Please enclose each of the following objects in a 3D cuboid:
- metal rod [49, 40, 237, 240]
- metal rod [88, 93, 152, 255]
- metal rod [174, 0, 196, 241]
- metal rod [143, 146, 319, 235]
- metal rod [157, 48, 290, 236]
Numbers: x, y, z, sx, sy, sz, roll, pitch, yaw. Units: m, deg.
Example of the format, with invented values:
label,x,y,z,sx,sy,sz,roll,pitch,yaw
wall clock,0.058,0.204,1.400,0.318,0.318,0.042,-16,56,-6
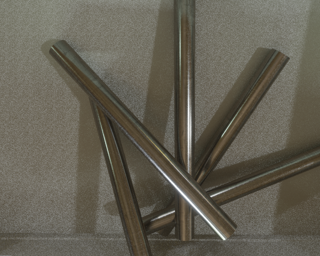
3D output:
label,x,y,z,sx,sy,sz,roll,pitch,yaw
metal rod,-0.022,0.012,0.368,0.025,0.025,0.300,-44,87,14
metal rod,-0.038,0.100,0.377,0.025,0.025,0.299,-17,82,6
metal rod,0.030,-0.007,0.379,0.025,0.025,0.298,-1,99,0
metal rod,0.105,0.084,0.424,0.301,0.025,0.025,-22,109,0
metal rod,0.076,0.031,0.423,0.025,0.025,0.298,27,108,-10
